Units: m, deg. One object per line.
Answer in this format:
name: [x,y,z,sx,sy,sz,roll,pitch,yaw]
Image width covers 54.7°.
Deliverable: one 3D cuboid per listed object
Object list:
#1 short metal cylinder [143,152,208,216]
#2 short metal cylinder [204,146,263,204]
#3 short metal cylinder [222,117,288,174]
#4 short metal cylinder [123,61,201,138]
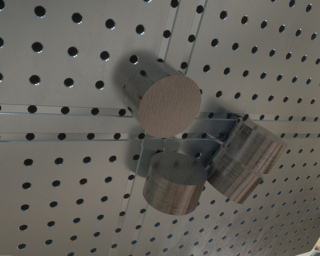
short metal cylinder: [0.020,0.075,0.433,0.081,0.080,0.050,0,118,-29]
short metal cylinder: [0.111,0.071,0.480,0.080,0.080,0.050,27,104,-37]
short metal cylinder: [0.142,0.025,0.469,0.081,0.080,0.050,16,110,-35]
short metal cylinder: [0.002,-0.035,0.375,0.081,0.050,0.079,-14,124,-21]
